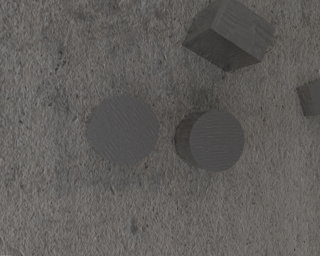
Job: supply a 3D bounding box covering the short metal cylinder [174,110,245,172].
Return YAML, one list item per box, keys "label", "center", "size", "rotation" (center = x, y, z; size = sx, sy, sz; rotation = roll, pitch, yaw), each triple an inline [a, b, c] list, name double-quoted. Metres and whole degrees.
- label: "short metal cylinder"
  center: [0.066, 0.016, 0.420]
  size: [0.081, 0.050, 0.080]
  rotation: [0, 90, -20]

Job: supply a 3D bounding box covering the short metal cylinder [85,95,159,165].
- label: "short metal cylinder"
  center: [-0.048, 0.002, 0.378]
  size: [0.081, 0.050, 0.080]
  rotation: [0, 90, -20]

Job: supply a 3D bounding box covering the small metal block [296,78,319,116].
- label: "small metal block"
  center: [0.256, -0.051, 0.504]
  size: [0.050, 0.025, 0.050]
  rotation: [-22, 97, -19]

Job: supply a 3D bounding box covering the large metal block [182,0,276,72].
- label: "large metal block"
  center: [0.089, -0.122, 0.413]
  size: [0.080, 0.080, 0.050]
  rotation: [27, 81, -18]
